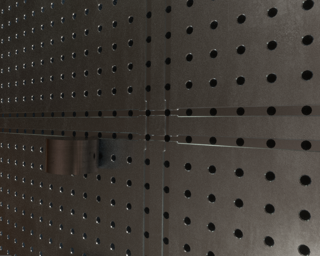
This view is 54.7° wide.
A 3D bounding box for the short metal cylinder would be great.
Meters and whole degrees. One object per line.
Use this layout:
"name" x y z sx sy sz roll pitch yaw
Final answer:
"short metal cylinder" -0.136 0.041 0.483 0.080 0.081 0.050 4 93 39
